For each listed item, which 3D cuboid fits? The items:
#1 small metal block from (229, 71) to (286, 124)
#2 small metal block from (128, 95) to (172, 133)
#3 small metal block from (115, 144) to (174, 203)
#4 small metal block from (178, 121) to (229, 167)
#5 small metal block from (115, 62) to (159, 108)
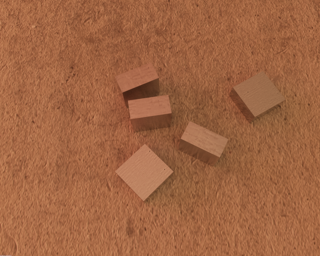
[{"bbox_3d":[0.132,-0.042,0.424,0.050,0.025,0.050,-29,73,-10],"label":"small metal block"},{"bbox_3d":[-0.013,-0.017,0.401,0.050,0.050,0.025,-9,71,-3],"label":"small metal block"},{"bbox_3d":[-0.019,0.057,0.387,0.050,0.025,0.050,-43,76,-14],"label":"small metal block"},{"bbox_3d":[0.052,0.021,0.387,0.050,0.050,0.025,26,72,9],"label":"small metal block"},{"bbox_3d":[-0.029,-0.056,0.415,0.050,0.050,0.025,-23,72,-8],"label":"small metal block"}]
